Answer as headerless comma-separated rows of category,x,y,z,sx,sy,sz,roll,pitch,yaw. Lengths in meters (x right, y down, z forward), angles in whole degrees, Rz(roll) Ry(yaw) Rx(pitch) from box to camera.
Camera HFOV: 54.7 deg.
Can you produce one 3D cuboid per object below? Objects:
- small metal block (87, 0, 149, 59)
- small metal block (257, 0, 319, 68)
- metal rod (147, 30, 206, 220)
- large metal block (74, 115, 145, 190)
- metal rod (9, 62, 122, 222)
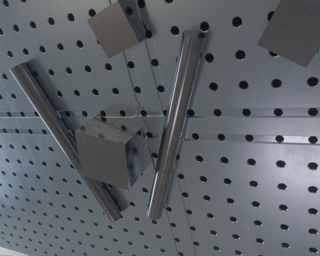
small metal block,-0.049,-0.117,0.365,0.050,0.025,0.050,-17,110,34
small metal block,0.127,-0.092,0.287,0.050,0.025,0.050,29,128,9
metal rod,0.014,0.019,0.415,0.025,0.025,0.298,22,127,15
large metal block,-0.071,0.035,0.454,0.080,0.050,0.079,13,124,21
metal rod,-0.147,0.033,0.508,0.025,0.025,0.299,-17,110,35
